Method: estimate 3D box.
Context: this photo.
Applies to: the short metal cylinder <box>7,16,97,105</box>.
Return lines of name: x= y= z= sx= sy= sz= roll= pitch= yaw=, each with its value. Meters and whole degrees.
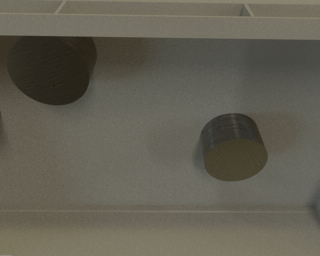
short metal cylinder: x=-0.112 y=-0.071 z=0.331 sx=0.081 sy=0.050 sz=0.079 roll=0 pitch=130 yaw=0

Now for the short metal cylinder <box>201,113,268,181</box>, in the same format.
short metal cylinder: x=0.097 y=0.027 z=0.416 sx=0.081 sy=0.050 sz=0.079 roll=0 pitch=130 yaw=0
